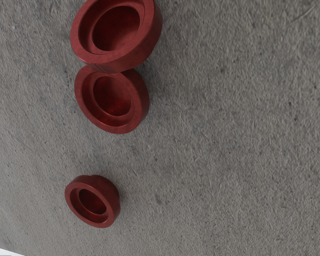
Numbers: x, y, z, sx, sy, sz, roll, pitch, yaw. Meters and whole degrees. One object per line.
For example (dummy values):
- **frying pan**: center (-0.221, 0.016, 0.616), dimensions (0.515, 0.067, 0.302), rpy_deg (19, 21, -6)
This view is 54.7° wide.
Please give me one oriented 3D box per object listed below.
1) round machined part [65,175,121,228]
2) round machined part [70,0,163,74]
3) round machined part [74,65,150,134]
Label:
- **round machined part**: center (-0.109, 0.119, 0.527), dimensions (0.098, 0.042, 0.097), rpy_deg (13, 124, 21)
- **round machined part**: center (-0.043, -0.102, 0.333), dimensions (0.098, 0.098, 0.042), rpy_deg (7, 164, 24)
- **round machined part**: center (-0.057, -0.044, 0.397), dimensions (0.098, 0.042, 0.097), rpy_deg (14, 126, 20)
